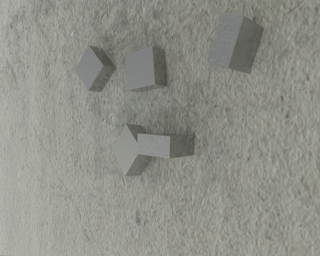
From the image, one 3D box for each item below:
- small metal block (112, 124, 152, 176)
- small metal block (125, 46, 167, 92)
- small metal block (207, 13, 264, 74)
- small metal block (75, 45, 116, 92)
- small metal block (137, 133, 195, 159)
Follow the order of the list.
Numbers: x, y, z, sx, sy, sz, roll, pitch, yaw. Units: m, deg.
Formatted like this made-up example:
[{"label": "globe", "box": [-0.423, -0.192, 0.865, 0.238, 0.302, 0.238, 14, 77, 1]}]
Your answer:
[{"label": "small metal block", "box": [-0.037, 0.030, 0.425, 0.050, 0.025, 0.050, -59, 46, 28]}, {"label": "small metal block", "box": [-0.019, -0.078, 0.419, 0.050, 0.025, 0.050, -7, 86, 39]}, {"label": "small metal block", "box": [0.079, -0.086, 0.322, 0.025, 0.050, 0.050, 24, 105, 37]}, {"label": "small metal block", "box": [-0.102, -0.093, 0.487, 0.050, 0.025, 0.050, -51, 60, 27]}, {"label": "small metal block", "box": [0.008, 0.020, 0.381, 0.050, 0.050, 0.025, 4, 93, 39]}]
